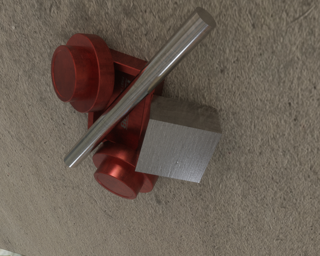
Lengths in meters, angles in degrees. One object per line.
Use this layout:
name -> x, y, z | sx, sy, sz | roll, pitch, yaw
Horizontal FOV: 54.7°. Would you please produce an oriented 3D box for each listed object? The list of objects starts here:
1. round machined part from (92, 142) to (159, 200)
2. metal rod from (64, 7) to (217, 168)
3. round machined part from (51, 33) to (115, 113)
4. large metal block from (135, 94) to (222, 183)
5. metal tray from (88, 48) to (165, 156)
round machined part -> -0.055, 0.067, 0.445 | 0.098, 0.042, 0.098 | 20, 148, 14
metal rod -> -0.046, -0.026, 0.378 | 0.025, 0.025, 0.299 | 46, 129, -4
round machined part -> -0.101, -0.067, 0.383 | 0.098, 0.042, 0.097 | 12, 106, 47
large metal block -> 0.019, 0.014, 0.372 | 0.081, 0.050, 0.079 | 12, 127, -8
metal tray -> -0.049, -0.030, 0.412 | 0.090, 0.030, 0.129 | 22, 127, 14
